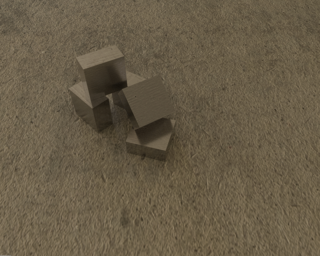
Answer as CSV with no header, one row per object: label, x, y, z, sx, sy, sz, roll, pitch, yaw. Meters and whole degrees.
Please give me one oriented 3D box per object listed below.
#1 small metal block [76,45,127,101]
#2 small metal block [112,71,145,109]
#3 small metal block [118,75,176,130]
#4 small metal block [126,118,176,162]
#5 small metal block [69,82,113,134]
small metal block,-0.070,-0.067,0.379,0.050,0.050,0.025,-23,54,-19
small metal block,-0.039,-0.048,0.429,0.050,0.050,0.025,26,55,19
small metal block,-0.017,-0.031,0.383,0.050,0.025,0.050,-25,92,-20
small metal block,-0.011,0.011,0.395,0.050,0.025,0.050,13,51,10
small metal block,-0.091,-0.028,0.411,0.050,0.050,0.025,38,59,27
